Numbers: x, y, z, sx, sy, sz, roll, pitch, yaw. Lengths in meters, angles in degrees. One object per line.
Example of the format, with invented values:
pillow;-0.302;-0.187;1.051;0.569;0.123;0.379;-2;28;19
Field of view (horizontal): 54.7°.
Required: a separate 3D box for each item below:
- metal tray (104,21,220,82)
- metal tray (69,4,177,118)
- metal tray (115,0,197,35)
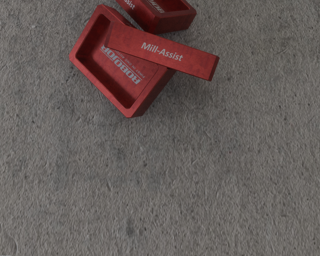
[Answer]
metal tray;0.003;-0.095;0.395;0.131;0.090;0.030;18;101;-4
metal tray;-0.052;-0.087;0.411;0.130;0.030;0.090;45;114;14
metal tray;-0.019;-0.194;0.453;0.091;0.030;0.130;-26;69;-42
